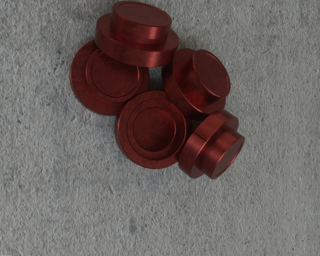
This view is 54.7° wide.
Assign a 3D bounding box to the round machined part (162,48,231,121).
[{"bbox_3d":[0.053,-0.061,0.399,0.099,0.042,0.098,21,55,-33],"label":"round machined part"}]

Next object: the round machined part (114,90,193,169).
[{"bbox_3d":[-0.010,0.002,0.398,0.099,0.042,0.097,0,90,-21],"label":"round machined part"}]

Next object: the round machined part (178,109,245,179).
[{"bbox_3d":[0.072,0.028,0.400,0.042,0.098,0.098,38,74,26],"label":"round machined part"}]

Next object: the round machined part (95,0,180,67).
[{"bbox_3d":[-0.024,-0.115,0.362,0.099,0.098,0.042,1,132,-20],"label":"round machined part"}]

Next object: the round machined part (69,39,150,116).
[{"bbox_3d":[-0.059,-0.064,0.381,0.099,0.042,0.097,0,90,-21],"label":"round machined part"}]
